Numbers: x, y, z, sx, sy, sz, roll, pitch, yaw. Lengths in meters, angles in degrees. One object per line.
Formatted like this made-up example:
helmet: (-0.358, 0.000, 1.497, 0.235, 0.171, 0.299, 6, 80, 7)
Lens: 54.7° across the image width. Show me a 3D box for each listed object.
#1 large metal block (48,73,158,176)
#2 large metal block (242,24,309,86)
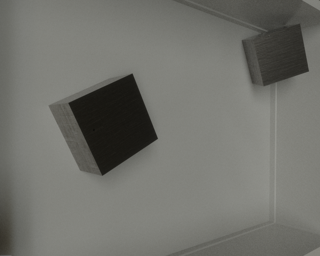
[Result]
large metal block: (-0.060, -0.006, 0.340, 0.081, 0.050, 0.080, -33, 111, -35)
large metal block: (0.196, -0.124, 0.529, 0.080, 0.050, 0.080, -19, 105, -1)
